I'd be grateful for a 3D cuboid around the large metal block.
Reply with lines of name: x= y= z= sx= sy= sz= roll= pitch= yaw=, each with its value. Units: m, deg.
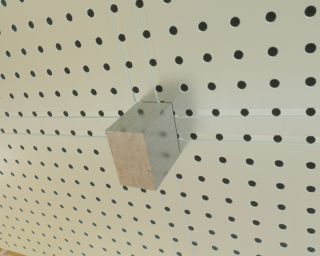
large metal block: x=-0.018 y=0.020 z=0.395 sx=0.050 sy=0.080 sz=0.079 roll=3 pitch=120 yaw=26
